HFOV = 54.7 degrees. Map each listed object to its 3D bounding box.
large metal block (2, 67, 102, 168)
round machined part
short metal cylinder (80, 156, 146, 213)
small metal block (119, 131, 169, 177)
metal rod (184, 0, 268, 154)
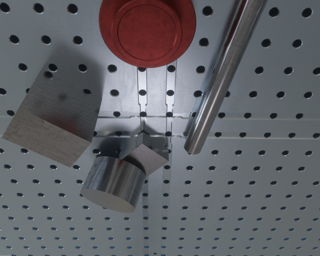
[{"bbox_3d":[-0.122,-0.013,0.364,0.080,0.080,0.050,30,124,-23],"label":"large metal block"},{"bbox_3d":[-0.013,-0.103,0.313,0.099,0.042,0.097,0,130,0],"label":"round machined part"},{"bbox_3d":[-0.066,0.083,0.447,0.080,0.050,0.080,14,149,9],"label":"short metal cylinder"},{"bbox_3d":[-0.023,0.040,0.445,0.050,0.025,0.050,36,121,-27],"label":"small metal block"},{"bbox_3d":[0.079,-0.083,0.342,0.025,0.025,0.298,10,130,-9],"label":"metal rod"}]
